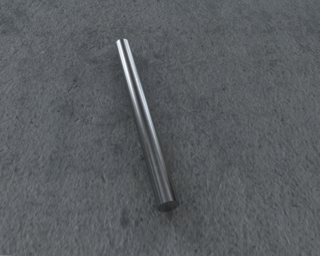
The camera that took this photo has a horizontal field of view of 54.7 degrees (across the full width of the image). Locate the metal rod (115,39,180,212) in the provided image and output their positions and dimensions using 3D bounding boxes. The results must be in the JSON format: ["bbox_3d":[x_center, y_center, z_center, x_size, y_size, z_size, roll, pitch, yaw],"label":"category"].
[{"bbox_3d":[-0.027,-0.027,0.425,0.025,0.025,0.300,-11,51,-9],"label":"metal rod"}]
